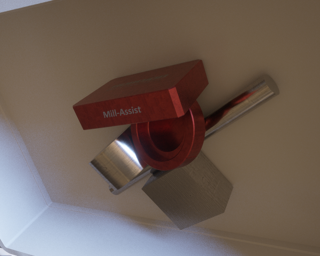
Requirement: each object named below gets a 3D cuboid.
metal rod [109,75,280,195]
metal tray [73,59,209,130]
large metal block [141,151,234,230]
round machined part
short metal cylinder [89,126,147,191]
[{"bbox_3d":[0.021,0.026,0.410,0.025,0.025,0.299,48,128,-6],"label":"metal rod"},{"bbox_3d":[-0.021,-0.037,0.350,0.130,0.090,0.030,-7,115,30],"label":"metal tray"},{"bbox_3d":[0.037,0.081,0.418,0.080,0.050,0.080,48,129,-6],"label":"large metal block"},{"bbox_3d":[0.014,-0.001,0.369,0.098,0.042,0.097,4,96,42],"label":"round machined part"},{"bbox_3d":[-0.049,0.038,0.419,0.050,0.080,0.080,48,129,-5],"label":"short metal cylinder"}]
